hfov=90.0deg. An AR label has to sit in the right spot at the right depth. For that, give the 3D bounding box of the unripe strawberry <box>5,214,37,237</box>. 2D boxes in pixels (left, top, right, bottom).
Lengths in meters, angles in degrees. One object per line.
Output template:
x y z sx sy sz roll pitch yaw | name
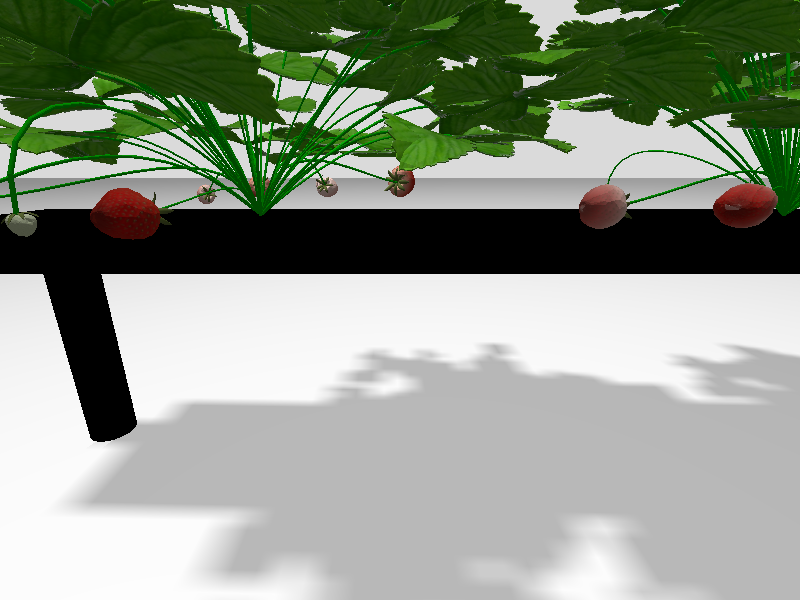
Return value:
-0.159 -0.032 0.169 0.009 0.010 0.010 4 19 12 | unripe strawberry

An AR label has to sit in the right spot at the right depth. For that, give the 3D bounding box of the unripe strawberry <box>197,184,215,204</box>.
-0.215 -0.116 0.442 0.018 0.021 0.020 -16 17 -39 | unripe strawberry

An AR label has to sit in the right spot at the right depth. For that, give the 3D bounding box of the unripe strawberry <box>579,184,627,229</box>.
0.136 -0.063 0.272 0.030 0.030 0.028 -7 20 -19 | unripe strawberry

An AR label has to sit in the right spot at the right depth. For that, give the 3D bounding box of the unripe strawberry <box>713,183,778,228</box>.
0.224 -0.061 0.262 0.029 0.029 0.032 -14 23 -35 | unripe strawberry

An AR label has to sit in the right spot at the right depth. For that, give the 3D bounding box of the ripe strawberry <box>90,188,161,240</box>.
-0.151 -0.047 0.218 0.032 0.027 0.032 4 19 13 | ripe strawberry

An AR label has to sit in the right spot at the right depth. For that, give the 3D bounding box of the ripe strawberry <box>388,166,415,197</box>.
0.005 -0.164 0.551 0.037 0.042 0.040 10 20 27 | ripe strawberry

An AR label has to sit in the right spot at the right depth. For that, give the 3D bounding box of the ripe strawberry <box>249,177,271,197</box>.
-0.184 -0.147 0.528 0.029 0.030 0.031 -6 -13 -17 | ripe strawberry

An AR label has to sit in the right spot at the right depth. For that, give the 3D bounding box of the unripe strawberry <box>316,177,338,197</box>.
-0.096 -0.149 0.534 0.029 0.026 0.026 2 -2 6 | unripe strawberry
